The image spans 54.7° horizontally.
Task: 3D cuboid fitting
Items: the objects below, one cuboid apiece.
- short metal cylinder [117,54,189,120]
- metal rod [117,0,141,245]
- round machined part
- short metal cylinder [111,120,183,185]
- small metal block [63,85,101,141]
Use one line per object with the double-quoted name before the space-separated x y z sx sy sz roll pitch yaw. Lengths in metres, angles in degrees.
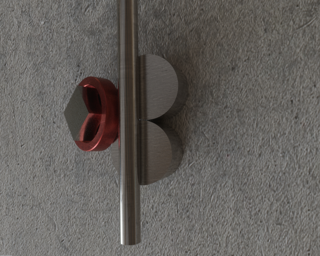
"short metal cylinder" -0.008 -0.050 0.400 0.080 0.050 0.079 0 90 20
"metal rod" -0.037 -0.014 0.370 0.025 0.025 0.298 -1 89 20
"round machined part" -0.079 -0.018 0.415 0.098 0.042 0.097 -4 84 48
"short metal cylinder" -0.015 0.030 0.402 0.080 0.050 0.080 0 89 20
"small metal block" -0.098 -0.018 0.402 0.050 0.025 0.050 -53 51 32
